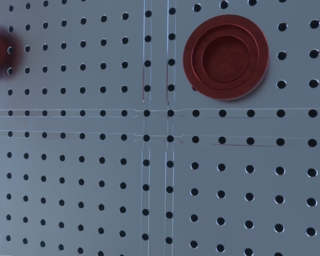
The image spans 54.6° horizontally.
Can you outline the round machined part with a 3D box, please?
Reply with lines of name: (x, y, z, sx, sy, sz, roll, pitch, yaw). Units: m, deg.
round machined part: (0.081, -0.081, 0.375, 0.098, 0.042, 0.097, 0, 90, 20)
